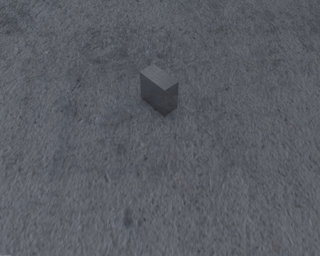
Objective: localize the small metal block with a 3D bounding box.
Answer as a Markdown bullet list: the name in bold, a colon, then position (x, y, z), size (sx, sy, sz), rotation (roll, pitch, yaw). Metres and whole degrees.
- **small metal block**: position (-0.001, -0.052, 0.431), size (0.025, 0.050, 0.050), rotation (-35, 58, -25)
